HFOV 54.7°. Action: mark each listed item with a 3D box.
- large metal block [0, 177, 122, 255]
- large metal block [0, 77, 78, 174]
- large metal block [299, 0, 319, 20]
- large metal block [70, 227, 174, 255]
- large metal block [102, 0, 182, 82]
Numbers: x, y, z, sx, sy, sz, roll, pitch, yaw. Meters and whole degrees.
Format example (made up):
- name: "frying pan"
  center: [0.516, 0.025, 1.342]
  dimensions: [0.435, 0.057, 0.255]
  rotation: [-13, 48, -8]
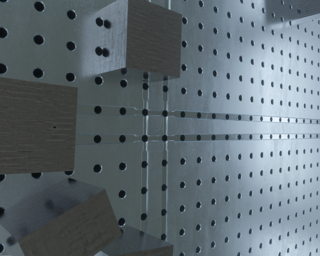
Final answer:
- name: "large metal block"
  center: [-0.097, 0.093, 0.293]
  dimensions: [0.081, 0.080, 0.050]
  rotation: [-28, 108, -37]
- name: "large metal block"
  center: [-0.127, -0.001, 0.287]
  dimensions: [0.081, 0.050, 0.080]
  rotation: [3, 88, -40]
- name: "large metal block"
  center: [0.353, -0.287, 0.673]
  dimensions: [0.050, 0.080, 0.079]
  rotation: [-10, 97, -40]
- name: "large metal block"
  center: [-0.044, 0.147, 0.339]
  dimensions: [0.081, 0.080, 0.050]
  rotation: [9, 85, -40]
- name: "large metal block"
  center: [-0.021, -0.103, 0.377]
  dimensions: [0.081, 0.050, 0.079]
  rotation: [3, 88, -40]
